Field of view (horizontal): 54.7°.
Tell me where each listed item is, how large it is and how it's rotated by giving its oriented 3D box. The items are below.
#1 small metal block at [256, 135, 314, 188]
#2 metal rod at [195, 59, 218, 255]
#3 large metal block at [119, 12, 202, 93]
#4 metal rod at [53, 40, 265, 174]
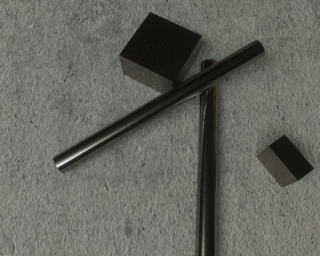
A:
[{"bbox_3d":[0.152,0.042,0.381,0.025,0.050,0.050,-33,74,-11],"label":"small metal block"},{"bbox_3d":[0.060,0.049,0.390,0.025,0.025,0.299,4,70,1],"label":"metal rod"},{"bbox_3d":[0.001,-0.101,0.432,0.080,0.050,0.080,28,72,9],"label":"large metal block"},{"bbox_3d":[0.002,-0.029,0.400,0.301,0.025,0.025,-30,73,-4],"label":"metal rod"}]
